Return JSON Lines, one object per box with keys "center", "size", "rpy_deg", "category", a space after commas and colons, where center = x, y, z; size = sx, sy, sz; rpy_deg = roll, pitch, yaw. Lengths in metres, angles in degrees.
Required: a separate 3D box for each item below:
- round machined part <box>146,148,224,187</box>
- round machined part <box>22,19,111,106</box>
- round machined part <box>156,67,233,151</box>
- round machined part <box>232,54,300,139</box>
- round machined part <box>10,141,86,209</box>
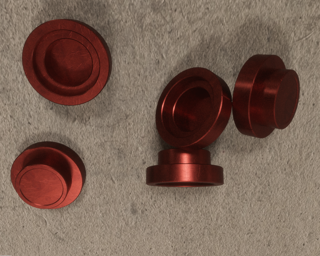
{"center": [0.032, 0.052, 0.401], "size": [0.099, 0.098, 0.042], "rpy_deg": [0, 75, -1], "category": "round machined part"}
{"center": [-0.107, -0.079, 0.370], "size": [0.099, 0.042, 0.097], "rpy_deg": [0, 110, -1], "category": "round machined part"}
{"center": [0.044, -0.020, 0.373], "size": [0.042, 0.098, 0.098], "rpy_deg": [22, 112, -43], "category": "round machined part"}
{"center": [0.128, -0.035, 0.360], "size": [0.042, 0.099, 0.097], "rpy_deg": [15, 118, 42], "category": "round machined part"}
{"center": [-0.156, 0.071, 0.425], "size": [0.099, 0.042, 0.097], "rpy_deg": [0, 110, -1], "category": "round machined part"}
